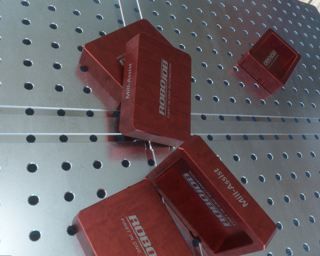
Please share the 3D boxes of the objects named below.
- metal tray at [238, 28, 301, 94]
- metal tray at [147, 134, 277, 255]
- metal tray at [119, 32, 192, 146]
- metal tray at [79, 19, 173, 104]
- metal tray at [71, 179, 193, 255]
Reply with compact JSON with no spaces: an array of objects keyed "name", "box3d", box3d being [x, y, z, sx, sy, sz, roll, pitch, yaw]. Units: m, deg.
[{"name":"metal tray","box3d":[0.218,-0.134,0.607,0.090,0.030,0.131,43,51,1]},{"name":"metal tray","box3d":[0.052,0.081,0.346,0.030,0.090,0.130,-35,82,-38]},{"name":"metal tray","box3d":[-0.002,-0.048,0.403,0.091,0.030,0.129,15,68,-35]},{"name":"metal tray","box3d":[-0.037,-0.100,0.447,0.090,0.030,0.131,47,51,4]},{"name":"metal tray","box3d":[-0.020,0.129,0.317,0.091,0.030,0.130,-21,73,-36]}]
